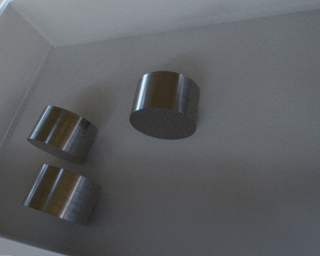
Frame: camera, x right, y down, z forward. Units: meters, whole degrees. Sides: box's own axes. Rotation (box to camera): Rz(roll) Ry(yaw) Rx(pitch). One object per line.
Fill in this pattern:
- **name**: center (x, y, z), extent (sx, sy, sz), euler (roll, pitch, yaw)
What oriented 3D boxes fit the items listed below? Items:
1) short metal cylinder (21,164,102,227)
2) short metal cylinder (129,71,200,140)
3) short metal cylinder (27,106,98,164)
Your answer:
- **short metal cylinder**: center (-0.119, 0.083, 0.380), extent (0.080, 0.080, 0.050), euler (6, 65, 30)
- **short metal cylinder**: center (0.007, -0.025, 0.381), extent (0.080, 0.080, 0.050), euler (-4, 60, 26)
- **short metal cylinder**: center (-0.134, 0.011, 0.432), extent (0.080, 0.080, 0.050), euler (9, 66, 31)
